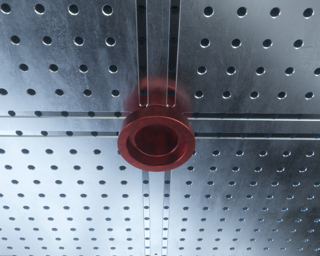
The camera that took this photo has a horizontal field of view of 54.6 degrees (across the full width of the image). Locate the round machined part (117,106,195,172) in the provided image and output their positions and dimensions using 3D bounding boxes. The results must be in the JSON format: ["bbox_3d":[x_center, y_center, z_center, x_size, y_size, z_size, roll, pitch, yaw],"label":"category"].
[{"bbox_3d":[-0.005,0.010,0.408,0.099,0.042,0.097,0,130,0],"label":"round machined part"}]
